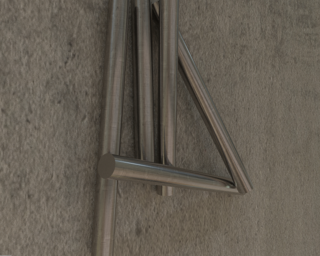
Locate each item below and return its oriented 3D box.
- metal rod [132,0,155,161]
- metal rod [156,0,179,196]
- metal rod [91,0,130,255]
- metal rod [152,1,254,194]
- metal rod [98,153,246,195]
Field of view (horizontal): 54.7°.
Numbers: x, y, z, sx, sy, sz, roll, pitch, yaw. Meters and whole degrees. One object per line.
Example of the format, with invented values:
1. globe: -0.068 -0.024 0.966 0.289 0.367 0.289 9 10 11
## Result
1. metal rod: -0.021 -0.094 0.388 0.025 0.025 0.298 -2 91 -40
2. metal rod: 0.010 -0.061 0.393 0.025 0.025 0.298 -6 100 -40
3. metal rod: -0.057 -0.003 0.358 0.025 0.025 0.298 6 86 -40
4. metal rod: 0.063 -0.035 0.439 0.025 0.025 0.299 -38 107 -34
5. metal rod: 0.043 0.069 0.412 0.302 0.025 0.025 19 78 -48
